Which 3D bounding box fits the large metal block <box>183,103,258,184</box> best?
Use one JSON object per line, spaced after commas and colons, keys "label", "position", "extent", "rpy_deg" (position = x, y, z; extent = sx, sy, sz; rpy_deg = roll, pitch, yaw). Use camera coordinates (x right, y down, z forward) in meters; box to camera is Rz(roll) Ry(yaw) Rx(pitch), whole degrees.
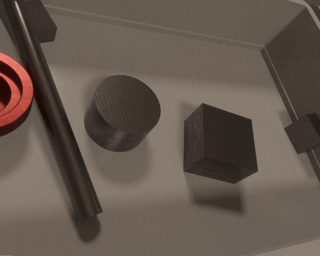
{"label": "large metal block", "position": [0.080, 0.023, 0.421], "extent": [0.081, 0.050, 0.080], "rpy_deg": [17, 55, -19]}

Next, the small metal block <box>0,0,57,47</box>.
{"label": "small metal block", "position": [-0.169, -0.135, 0.398], "extent": [0.050, 0.025, 0.050], "rpy_deg": [-23, 74, -36]}

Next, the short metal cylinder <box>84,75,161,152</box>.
{"label": "short metal cylinder", "position": [-0.046, -0.017, 0.376], "extent": [0.081, 0.050, 0.080], "rpy_deg": [14, 56, -21]}

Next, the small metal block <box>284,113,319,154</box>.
{"label": "small metal block", "position": [0.246, 0.010, 0.519], "extent": [0.025, 0.050, 0.050], "rpy_deg": [-7, 65, -32]}

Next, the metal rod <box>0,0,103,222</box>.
{"label": "metal rod", "position": [-0.128, -0.044, 0.343], "extent": [0.025, 0.025, 0.299], "rpy_deg": [-16, 76, -35]}

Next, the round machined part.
{"label": "round machined part", "position": [-0.183, -0.031, 0.315], "extent": [0.099, 0.042, 0.098], "rpy_deg": [14, 56, -21]}
